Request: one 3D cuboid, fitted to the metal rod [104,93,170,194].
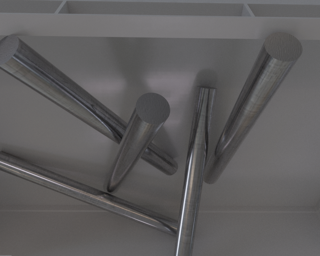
[{"bbox_3d":[-0.041,0.039,0.355,0.025,0.025,0.299,12,157,-10],"label":"metal rod"}]

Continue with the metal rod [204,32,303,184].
[{"bbox_3d":[0.079,0.010,0.340,0.025,0.025,0.299,1,155,-1],"label":"metal rod"}]

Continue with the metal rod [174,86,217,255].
[{"bbox_3d":[0.041,0.095,0.408,0.025,0.025,0.298,5,104,-5],"label":"metal rod"}]

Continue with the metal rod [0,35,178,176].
[{"bbox_3d":[-0.045,0.003,0.336,0.025,0.025,0.300,-20,151,16],"label":"metal rod"}]

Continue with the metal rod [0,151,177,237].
[{"bbox_3d":[-0.099,0.104,0.468,0.301,0.025,0.025,24,127,-9],"label":"metal rod"}]
